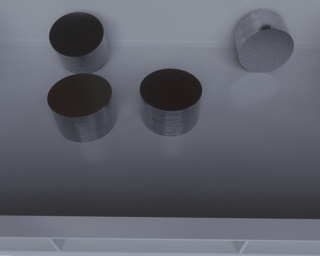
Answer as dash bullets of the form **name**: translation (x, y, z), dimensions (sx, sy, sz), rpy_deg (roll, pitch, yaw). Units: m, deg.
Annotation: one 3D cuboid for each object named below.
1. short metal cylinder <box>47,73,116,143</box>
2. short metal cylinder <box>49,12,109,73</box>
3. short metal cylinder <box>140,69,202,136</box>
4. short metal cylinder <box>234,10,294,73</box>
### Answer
- **short metal cylinder**: translation (-0.101, -0.027, 0.411), dimensions (0.080, 0.050, 0.080), rpy_deg (0, 50, 0)
- **short metal cylinder**: translation (-0.124, -0.131, 0.483), dimensions (0.081, 0.050, 0.080), rpy_deg (0, 70, 0)
- **short metal cylinder**: translation (0.014, -0.035, 0.418), dimensions (0.080, 0.050, 0.080), rpy_deg (0, 50, 0)
- **short metal cylinder**: translation (0.160, -0.133, 0.482), dimensions (0.080, 0.080, 0.050), rpy_deg (1, 50, 0)
